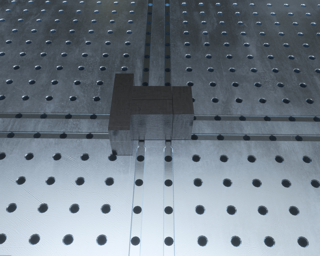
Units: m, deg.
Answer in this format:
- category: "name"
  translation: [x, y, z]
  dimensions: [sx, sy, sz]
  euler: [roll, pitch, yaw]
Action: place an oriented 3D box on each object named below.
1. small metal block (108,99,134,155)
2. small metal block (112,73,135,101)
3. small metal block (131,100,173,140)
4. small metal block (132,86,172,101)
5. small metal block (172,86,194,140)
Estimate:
- category: "small metal block"
  translation: [-0.048, -0.001, 0.390]
  dimensions: [0.025, 0.050, 0.050]
  euler: [0, 50, 0]
- category: "small metal block"
  translation: [-0.048, -0.039, 0.423]
  dimensions: [0.025, 0.050, 0.050]
  euler: [0, 50, 0]
- category: "small metal block"
  translation: [-0.010, -0.010, 0.399]
  dimensions: [0.050, 0.050, 0.025]
  euler: [0, 50, -1]
- category: "small metal block"
  translation: [-0.010, -0.029, 0.415]
  dimensions: [0.050, 0.050, 0.025]
  euler: [0, 50, -1]
- category: "small metal block"
  translation: [0.028, -0.020, 0.407]
  dimensions: [0.025, 0.050, 0.050]
  euler: [0, 50, 0]
